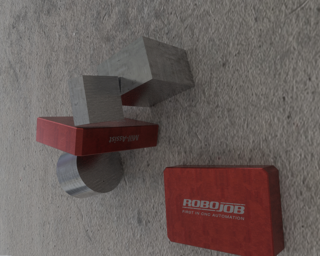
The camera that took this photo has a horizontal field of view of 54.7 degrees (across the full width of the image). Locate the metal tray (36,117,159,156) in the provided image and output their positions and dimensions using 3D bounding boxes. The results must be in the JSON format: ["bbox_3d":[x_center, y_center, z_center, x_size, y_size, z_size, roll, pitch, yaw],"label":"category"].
[{"bbox_3d":[-0.077,0.006,0.399,0.090,0.131,0.030,12,100,39],"label":"metal tray"}]

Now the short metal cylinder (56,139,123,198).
[{"bbox_3d":[-0.102,0.059,0.453,0.050,0.081,0.080,-22,76,38],"label":"short metal cylinder"}]

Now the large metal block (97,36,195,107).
[{"bbox_3d":[-0.017,-0.064,0.383,0.080,0.081,0.050,-22,77,38],"label":"large metal block"}]

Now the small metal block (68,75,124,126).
[{"bbox_3d":[-0.070,-0.031,0.342,0.025,0.050,0.050,-7,92,38],"label":"small metal block"}]

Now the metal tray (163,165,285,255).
[{"bbox_3d":[0.066,0.088,0.348,0.130,0.030,0.089,-6,86,39],"label":"metal tray"}]
